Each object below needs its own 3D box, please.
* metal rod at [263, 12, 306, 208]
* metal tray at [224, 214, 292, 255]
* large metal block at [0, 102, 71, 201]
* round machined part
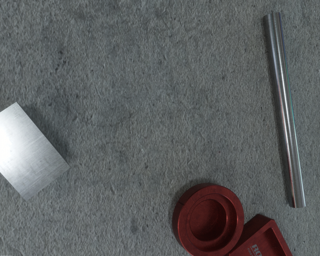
[{"bbox_3d":[0.194,-0.025,0.480,0.025,0.025,0.298,-10,94,-20],"label":"metal rod"},{"bbox_3d":[0.155,0.208,0.464,0.090,0.030,0.130,-32,101,-17],"label":"metal tray"},{"bbox_3d":[-0.143,0.022,0.327,0.050,0.080,0.080,-39,103,-16],"label":"large metal block"},{"bbox_3d":[0.061,0.123,0.423,0.099,0.042,0.097,0,90,-20],"label":"round machined part"}]
